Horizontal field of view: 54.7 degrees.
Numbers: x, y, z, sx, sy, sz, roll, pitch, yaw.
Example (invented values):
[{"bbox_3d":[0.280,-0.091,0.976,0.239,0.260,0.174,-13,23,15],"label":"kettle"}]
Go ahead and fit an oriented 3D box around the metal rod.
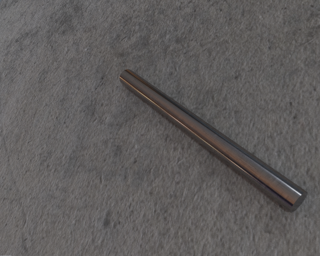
[{"bbox_3d":[0.040,-0.005,0.384,0.025,0.025,0.300,-47,52,-5],"label":"metal rod"}]
